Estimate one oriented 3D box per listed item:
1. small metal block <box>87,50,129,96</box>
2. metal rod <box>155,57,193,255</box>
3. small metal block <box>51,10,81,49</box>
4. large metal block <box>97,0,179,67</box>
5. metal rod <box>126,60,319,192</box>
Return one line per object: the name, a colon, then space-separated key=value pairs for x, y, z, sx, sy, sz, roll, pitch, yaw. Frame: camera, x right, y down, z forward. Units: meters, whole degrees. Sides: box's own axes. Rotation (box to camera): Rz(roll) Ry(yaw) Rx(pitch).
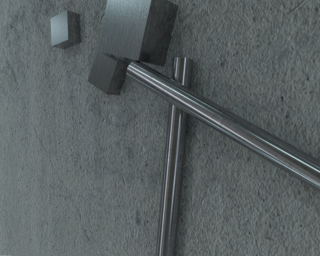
small metal block: x=-0.078 y=-0.083 z=0.467 sx=0.050 sy=0.025 sz=0.050 roll=34 pitch=111 yaw=34
metal rod: x=0.015 y=0.064 z=0.390 sx=0.025 sy=0.025 sz=0.298 roll=8 pitch=95 yaw=39
small metal block: x=-0.164 y=-0.169 z=0.537 sx=0.050 sy=0.025 sz=0.050 roll=-5 pitch=87 yaw=39
large metal block: x=-0.031 y=-0.132 z=0.412 sx=0.080 sy=0.050 sz=0.079 roll=22 pitch=104 yaw=37
metal rod: x=0.078 y=0.000 z=0.318 sx=0.300 sy=0.025 sz=0.025 roll=33 pitch=111 yaw=27
